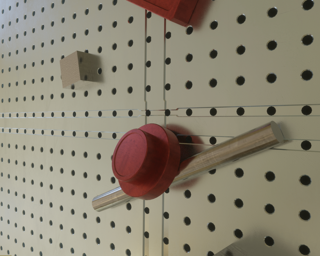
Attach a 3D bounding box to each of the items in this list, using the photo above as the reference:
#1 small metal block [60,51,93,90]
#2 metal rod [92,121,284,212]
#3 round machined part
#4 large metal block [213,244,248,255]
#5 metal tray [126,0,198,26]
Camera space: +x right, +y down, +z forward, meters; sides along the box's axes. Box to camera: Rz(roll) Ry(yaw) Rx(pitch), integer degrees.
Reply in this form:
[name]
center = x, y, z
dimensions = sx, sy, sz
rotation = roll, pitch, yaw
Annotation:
[small metal block]
center = -0.142, -0.096, 0.524
dimensions = 0.050, 0.025, 0.050
rotation = -14, 81, 38
[metal rod]
center = 0.011, 0.062, 0.398
dimensions = 0.299, 0.025, 0.025
rotation = -28, 73, 36
[round machined part]
center = -0.024, 0.039, 0.395
dimensions = 0.098, 0.042, 0.098
rotation = -25, 52, 38
[large metal block]
center = 0.078, 0.172, 0.308
dimensions = 0.080, 0.081, 0.050
rotation = 29, 108, 36
[metal tray]
center = -0.002, -0.199, 0.405
dimensions = 0.130, 0.030, 0.089
rotation = 37, 113, 33
